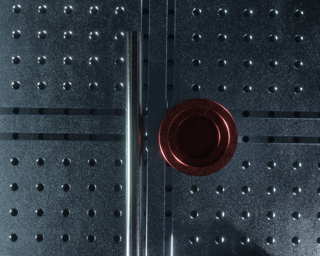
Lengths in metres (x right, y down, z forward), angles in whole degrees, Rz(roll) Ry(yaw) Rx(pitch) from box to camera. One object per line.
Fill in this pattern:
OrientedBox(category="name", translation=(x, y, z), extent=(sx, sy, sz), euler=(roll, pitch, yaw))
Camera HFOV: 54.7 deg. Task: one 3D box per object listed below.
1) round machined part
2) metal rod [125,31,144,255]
OrientedBox(category="round machined part", translation=(0.048, 0.011, 0.405), extent=(0.099, 0.042, 0.097), euler=(0, 90, 0))
OrientedBox(category="metal rod", translation=(-0.034, 0.024, 0.412), extent=(0.025, 0.025, 0.298), euler=(0, 90, 0))
